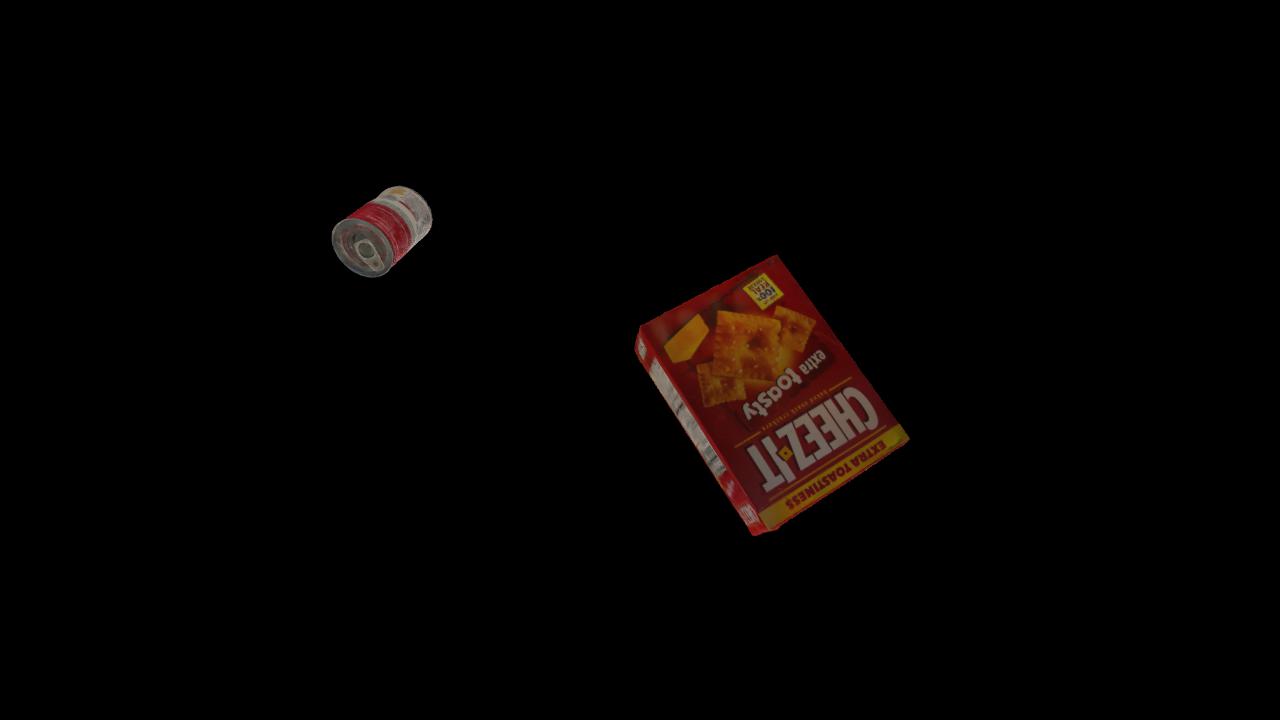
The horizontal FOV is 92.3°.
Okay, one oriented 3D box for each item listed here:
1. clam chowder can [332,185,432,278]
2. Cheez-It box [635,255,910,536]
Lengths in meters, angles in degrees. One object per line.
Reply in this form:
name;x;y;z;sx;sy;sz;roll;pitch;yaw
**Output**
clam chowder can;-0.282;-0.145;0.684;0.068;0.068;0.102;0;35;12
Cheez-It box;0.120;0.031;0.596;0.166;0.223;0.071;-28;-15;-13
